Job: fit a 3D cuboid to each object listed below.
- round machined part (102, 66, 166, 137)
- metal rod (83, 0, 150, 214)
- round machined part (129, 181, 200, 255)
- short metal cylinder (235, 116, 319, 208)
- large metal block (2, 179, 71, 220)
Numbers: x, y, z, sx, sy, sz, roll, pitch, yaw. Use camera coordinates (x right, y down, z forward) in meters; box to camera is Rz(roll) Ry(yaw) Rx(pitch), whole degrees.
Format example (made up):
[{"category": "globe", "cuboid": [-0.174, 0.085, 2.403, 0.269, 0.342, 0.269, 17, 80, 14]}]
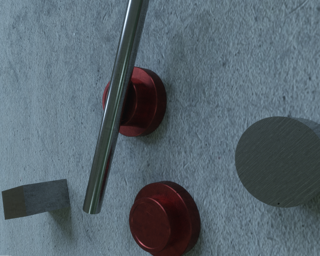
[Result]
[{"category": "round machined part", "cuboid": [-0.042, -0.037, 0.429, 0.098, 0.042, 0.097, 0, 90, 40]}, {"category": "metal rod", "cuboid": [-0.058, -0.028, 0.397, 0.025, 0.025, 0.298, 24, 105, 37]}, {"category": "round machined part", "cuboid": [-0.001, 0.119, 0.395, 0.098, 0.042, 0.097, 0, 90, 40]}, {"category": "short metal cylinder", "cuboid": [0.119, 0.029, 0.291, 0.080, 0.050, 0.079, 0, 90, 40]}, {"category": "large metal block", "cuboid": [-0.220, 0.126, 0.551, 0.080, 0.081, 0.050, -19, 78, 38]}]
